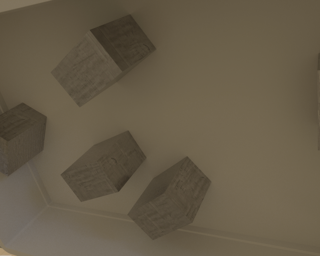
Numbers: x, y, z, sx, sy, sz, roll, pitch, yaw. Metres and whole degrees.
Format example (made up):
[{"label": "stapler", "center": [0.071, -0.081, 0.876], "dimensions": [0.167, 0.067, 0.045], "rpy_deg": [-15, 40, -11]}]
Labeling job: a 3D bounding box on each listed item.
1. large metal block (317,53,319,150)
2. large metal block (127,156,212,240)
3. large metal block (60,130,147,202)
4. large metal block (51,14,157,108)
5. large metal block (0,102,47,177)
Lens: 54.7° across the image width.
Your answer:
[{"label": "large metal block", "center": [0.187, -0.025, 0.278], "dimensions": [0.080, 0.050, 0.080], "rpy_deg": [0, 119, 28]}, {"label": "large metal block", "center": [0.014, 0.096, 0.424], "dimensions": [0.050, 0.080, 0.080], "rpy_deg": [47, 129, -5]}, {"label": "large metal block", "center": [-0.080, 0.055, 0.447], "dimensions": [0.080, 0.080, 0.050], "rpy_deg": [-22, 107, 36]}, {"label": "large metal block", "center": [-0.063, -0.078, 0.357], "dimensions": [0.080, 0.080, 0.050], "rpy_deg": [-31, 102, 37]}, {"label": "large metal block", "center": [-0.236, 0.018, 0.505], "dimensions": [0.050, 0.080, 0.079], "rpy_deg": [30, 128, 9]}]
